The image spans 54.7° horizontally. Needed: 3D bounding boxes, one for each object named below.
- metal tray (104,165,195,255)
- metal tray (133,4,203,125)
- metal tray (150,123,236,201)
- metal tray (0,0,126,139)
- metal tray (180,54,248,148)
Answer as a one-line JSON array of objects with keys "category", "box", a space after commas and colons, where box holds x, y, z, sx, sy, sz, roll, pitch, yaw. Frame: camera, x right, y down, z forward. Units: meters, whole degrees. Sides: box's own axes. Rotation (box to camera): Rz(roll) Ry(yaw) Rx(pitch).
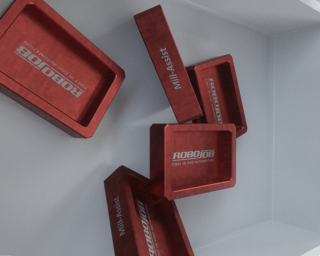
[{"category": "metal tray", "box": [-0.011, 0.109, 0.339, 0.030, 0.130, 0.090, -44, 127, 16]}, {"category": "metal tray", "box": [0.010, -0.078, 0.375, 0.030, 0.090, 0.129, -22, 109, 5]}, {"category": "metal tray", "box": [0.047, 0.039, 0.406, 0.131, 0.030, 0.089, -1, 91, -39]}, {"category": "metal tray", "box": [-0.107, -0.058, 0.314, 0.130, 0.030, 0.090, 39, 66, -34]}, {"category": "metal tray", "box": [0.086, -0.040, 0.477, 0.091, 0.030, 0.129, -26, 106, -37]}]
